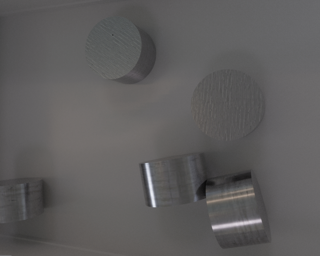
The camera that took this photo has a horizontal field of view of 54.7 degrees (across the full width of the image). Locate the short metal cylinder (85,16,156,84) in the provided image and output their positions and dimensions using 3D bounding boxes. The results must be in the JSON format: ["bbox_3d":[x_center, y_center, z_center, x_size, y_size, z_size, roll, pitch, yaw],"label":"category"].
[{"bbox_3d":[-0.052,-0.102,0.415,0.080,0.050,0.080,0,90,20],"label":"short metal cylinder"}]

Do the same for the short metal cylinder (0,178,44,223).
[{"bbox_3d":[-0.215,0.104,0.457,0.080,0.080,0.050,-4,89,20],"label":"short metal cylinder"}]

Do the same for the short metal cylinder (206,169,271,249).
[{"bbox_3d":[0.089,0.091,0.350,0.050,0.080,0.080,-16,85,19],"label":"short metal cylinder"}]

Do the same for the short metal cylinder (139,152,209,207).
[{"bbox_3d":[0.018,0.061,0.375,0.080,0.080,0.050,-11,87,19],"label":"short metal cylinder"}]

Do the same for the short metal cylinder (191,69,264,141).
[{"bbox_3d":[0.082,-0.026,0.368,0.080,0.050,0.080,0,90,20],"label":"short metal cylinder"}]
